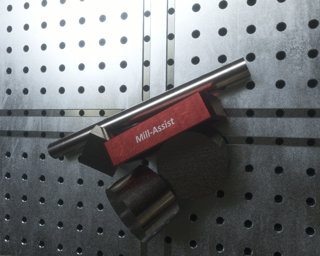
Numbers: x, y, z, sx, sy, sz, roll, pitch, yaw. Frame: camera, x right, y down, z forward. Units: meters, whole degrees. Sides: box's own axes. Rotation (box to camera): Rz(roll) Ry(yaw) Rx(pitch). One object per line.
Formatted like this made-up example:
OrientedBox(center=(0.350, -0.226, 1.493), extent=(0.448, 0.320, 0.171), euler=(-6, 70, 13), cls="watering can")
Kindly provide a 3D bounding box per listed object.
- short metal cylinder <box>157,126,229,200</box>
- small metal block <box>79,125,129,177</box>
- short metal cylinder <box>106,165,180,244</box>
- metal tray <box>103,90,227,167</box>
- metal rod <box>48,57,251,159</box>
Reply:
OrientedBox(center=(0.042, 0.040, 0.375), extent=(0.080, 0.050, 0.079), euler=(2, 99, 15), cls="short metal cylinder")
OrientedBox(center=(-0.075, 0.031, 0.422), extent=(0.050, 0.025, 0.050), euler=(24, 115, -1), cls="small metal block")
OrientedBox(center=(-0.022, 0.092, 0.380), extent=(0.050, 0.080, 0.080), euler=(-35, 75, -26), cls="short metal cylinder")
OrientedBox(center=(0.009, 0.002, 0.371), extent=(0.130, 0.090, 0.030), euler=(-28, 81, 18), cls="metal tray")
OrientedBox(center=(-0.027, -0.020, 0.418), extent=(0.300, 0.025, 0.025), euler=(-22, 83, 18), cls="metal rod")
